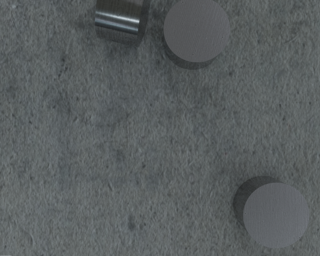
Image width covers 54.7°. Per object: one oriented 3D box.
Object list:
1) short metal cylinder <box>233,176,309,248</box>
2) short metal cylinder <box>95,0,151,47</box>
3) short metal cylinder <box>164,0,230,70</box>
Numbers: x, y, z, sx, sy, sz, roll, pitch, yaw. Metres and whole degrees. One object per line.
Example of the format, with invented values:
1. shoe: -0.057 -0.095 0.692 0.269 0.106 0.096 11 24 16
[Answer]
1. short metal cylinder: 0.141 0.106 0.399 0.081 0.050 0.079 0 90 -1
2. short metal cylinder: -0.043 -0.145 0.382 0.050 0.080 0.080 13 90 0
3. short metal cylinder: 0.044 -0.119 0.398 0.081 0.050 0.079 0 90 -1
